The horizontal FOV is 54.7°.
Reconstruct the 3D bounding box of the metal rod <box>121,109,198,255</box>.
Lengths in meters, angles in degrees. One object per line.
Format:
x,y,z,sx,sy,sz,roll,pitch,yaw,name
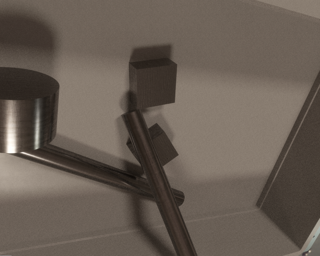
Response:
0.017,0.118,0.402,0.025,0.025,0.298,-24,101,-15,metal rod

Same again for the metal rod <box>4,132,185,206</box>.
-0.076,0.059,0.404,0.301,0.025,0.025,27,103,-38,metal rod

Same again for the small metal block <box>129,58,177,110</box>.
-0.009,-0.054,0.372,0.050,0.025,0.050,-12,124,-22,small metal block

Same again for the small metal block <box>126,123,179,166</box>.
-0.010,0.030,0.423,0.050,0.025,0.050,-35,130,-5,small metal block

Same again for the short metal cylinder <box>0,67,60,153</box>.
-0.137,-0.019,0.287,0.081,0.080,0.050,-2,119,-28,short metal cylinder
